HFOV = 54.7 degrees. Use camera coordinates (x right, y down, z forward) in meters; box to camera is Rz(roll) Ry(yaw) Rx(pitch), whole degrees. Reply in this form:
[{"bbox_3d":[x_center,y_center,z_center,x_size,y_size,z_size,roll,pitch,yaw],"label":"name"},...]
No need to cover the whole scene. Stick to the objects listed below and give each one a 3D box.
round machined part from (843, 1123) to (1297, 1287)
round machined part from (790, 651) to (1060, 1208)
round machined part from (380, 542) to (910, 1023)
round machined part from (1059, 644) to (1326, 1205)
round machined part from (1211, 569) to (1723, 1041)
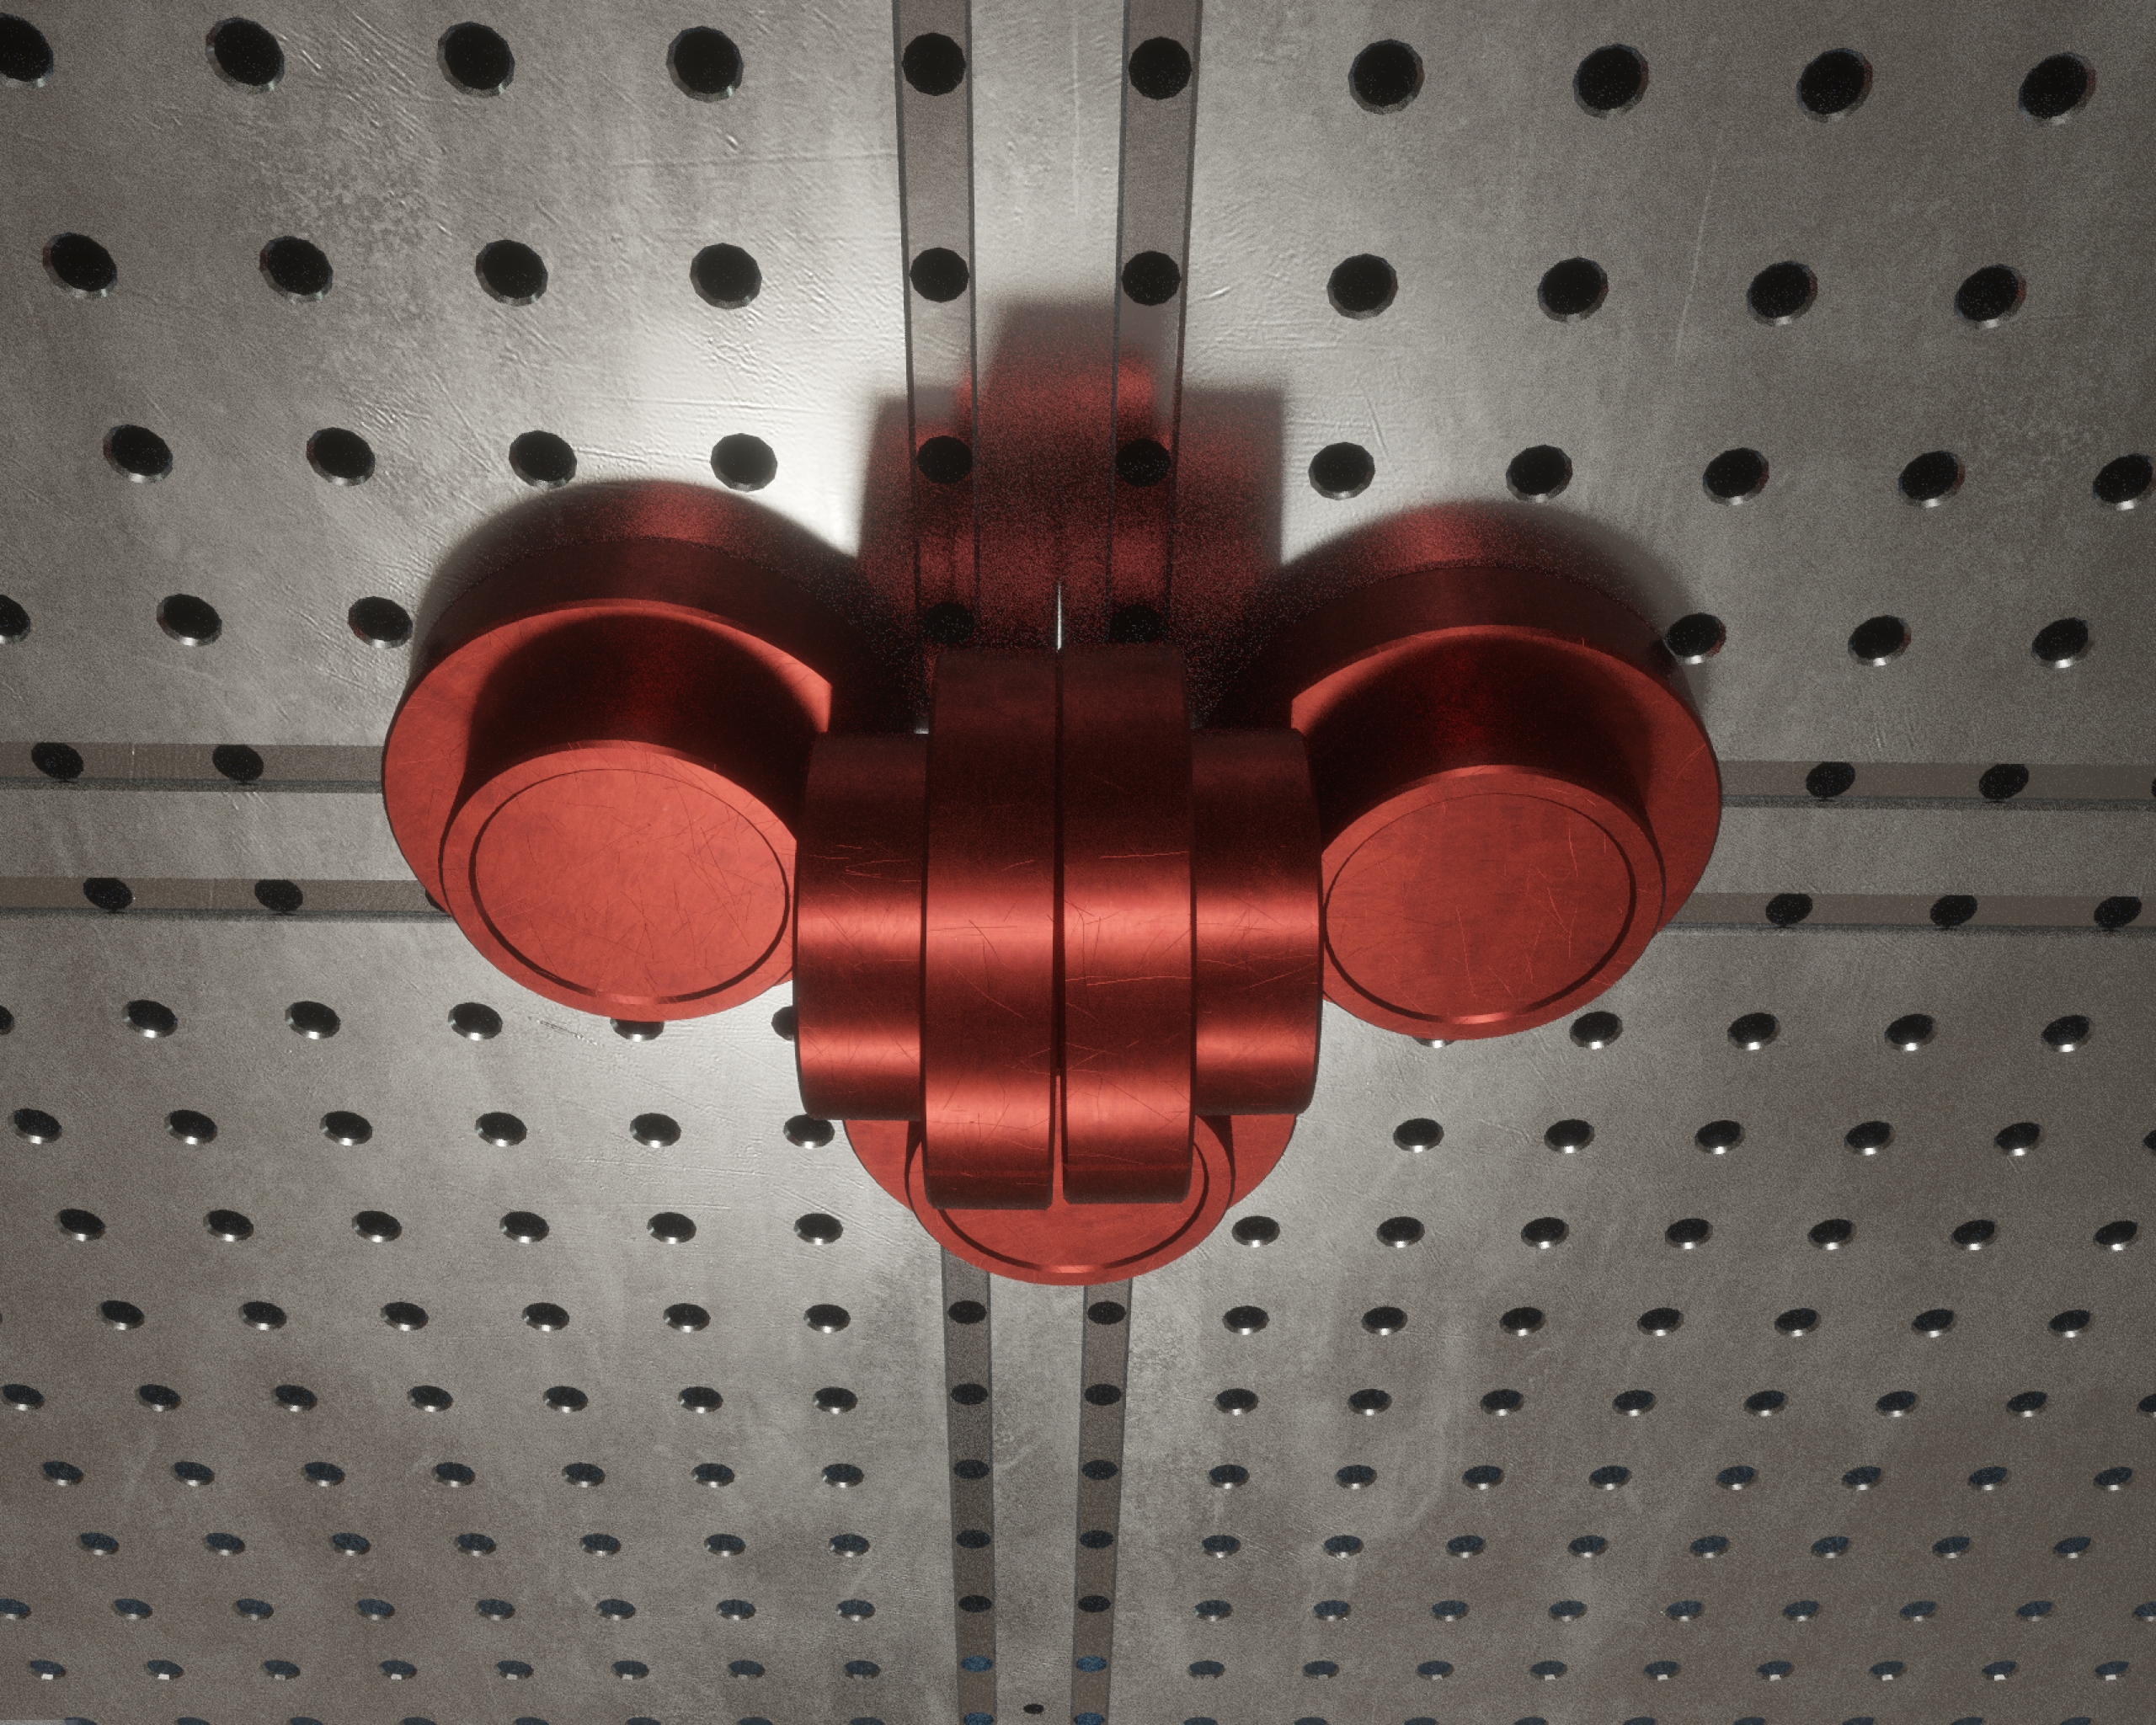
[{"bbox_3d":[-0.002,0.053,0.446,0.099,0.042,0.097,-1,130,0],"label":"round machined part"},{"bbox_3d":[-0.025,0.011,0.365,0.042,0.098,0.097,1,130,-1],"label":"round machined part"},{"bbox_3d":[-0.081,-0.008,0.392,0.099,0.042,0.097,-1,130,0],"label":"round machined part"},{"bbox_3d":[0.019,0.010,0.366,0.042,0.098,0.097,-1,130,0],"label":"round machined part"},{"bbox_3d":[0.073,-0.004,0.397,0.099,0.042,0.097,-1,130,0],"label":"round machined part"}]
